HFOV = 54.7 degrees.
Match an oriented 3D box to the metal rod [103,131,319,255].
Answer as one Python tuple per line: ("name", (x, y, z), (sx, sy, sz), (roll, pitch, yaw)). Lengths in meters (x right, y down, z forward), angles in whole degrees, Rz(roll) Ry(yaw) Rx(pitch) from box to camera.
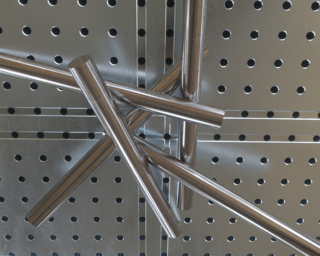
("metal rod", (0.060, 0.074, 0.390), (0.301, 0.025, 0.025), (30, 108, 9))

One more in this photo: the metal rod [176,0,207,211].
("metal rod", (0.036, -0.017, 0.383), (0.025, 0.025, 0.298), (0, 119, -1))

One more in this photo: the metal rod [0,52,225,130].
("metal rod", (-0.075, -0.048, 0.364), (0.301, 0.025, 0.025), (15, 110, 6))

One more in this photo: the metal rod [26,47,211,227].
("metal rod", (-0.052, 0.010, 0.385), (0.300, 0.025, 0.025), (-45, 105, 2))

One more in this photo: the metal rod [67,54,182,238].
("metal rod", (-0.028, 0.046, 0.386), (0.025, 0.025, 0.299), (-19, 126, 7))
